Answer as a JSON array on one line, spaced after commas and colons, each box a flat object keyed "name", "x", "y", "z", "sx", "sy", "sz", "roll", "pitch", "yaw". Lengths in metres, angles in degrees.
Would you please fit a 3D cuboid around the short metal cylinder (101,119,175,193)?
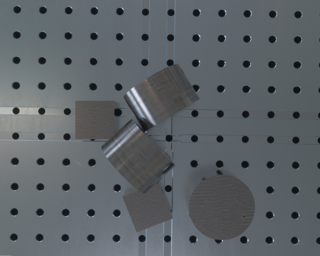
[{"name": "short metal cylinder", "x": -0.026, "y": 0.034, "z": 0.385, "sx": 0.050, "sy": 0.080, "sz": 0.080, "roll": -43, "pitch": 90, "yaw": -1}]

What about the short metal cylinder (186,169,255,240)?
[{"name": "short metal cylinder", "x": 0.076, "y": 0.097, "z": 0.402, "sx": 0.081, "sy": 0.050, "sz": 0.079, "roll": 0, "pitch": 90, "yaw": 0}]

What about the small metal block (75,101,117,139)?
[{"name": "small metal block", "x": -0.084, "y": -0.010, "z": 0.413, "sx": 0.050, "sy": 0.025, "sz": 0.050, "roll": 0, "pitch": 90, "yaw": 0}]

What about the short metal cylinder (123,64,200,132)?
[{"name": "short metal cylinder", "x": 0.002, "y": -0.037, "z": 0.386, "sx": 0.080, "sy": 0.080, "sz": 0.050, "roll": -31, "pitch": 90, "yaw": 0}]

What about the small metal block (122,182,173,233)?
[{"name": "small metal block", "x": -0.016, "y": 0.103, "z": 0.413, "sx": 0.050, "sy": 0.025, "sz": 0.050, "roll": -22, "pitch": 90, "yaw": 0}]
